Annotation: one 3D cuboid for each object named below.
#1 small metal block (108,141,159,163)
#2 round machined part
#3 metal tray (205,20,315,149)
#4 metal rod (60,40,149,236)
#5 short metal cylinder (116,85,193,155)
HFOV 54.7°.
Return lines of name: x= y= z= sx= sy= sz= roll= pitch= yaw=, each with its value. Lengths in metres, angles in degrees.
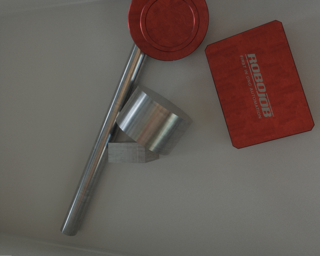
small metal block: x=-0.033 y=0.031 z=0.408 sx=0.050 sy=0.050 sz=0.025 roll=-1 pitch=90 yaw=19
round machined part: x=0.011 y=-0.129 z=0.373 sx=0.099 sy=0.042 sz=0.097 roll=-1 pitch=114 yaw=-3
metal tray: x=0.115 y=-0.048 z=0.367 sx=0.090 sy=0.030 sz=0.129 roll=-17 pitch=85 yaw=18
metal rod: x=-0.077 y=0.015 z=0.436 sx=0.025 sy=0.025 sz=0.298 roll=25 pitch=98 yaw=18
short metal cylinder: x=-0.007 y=-0.010 z=0.383 sx=0.080 sy=0.080 sz=0.050 roll=38 pitch=102 yaw=15
